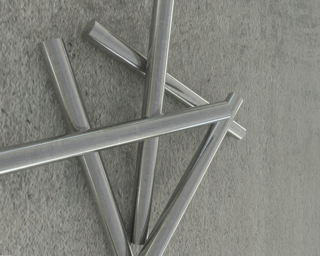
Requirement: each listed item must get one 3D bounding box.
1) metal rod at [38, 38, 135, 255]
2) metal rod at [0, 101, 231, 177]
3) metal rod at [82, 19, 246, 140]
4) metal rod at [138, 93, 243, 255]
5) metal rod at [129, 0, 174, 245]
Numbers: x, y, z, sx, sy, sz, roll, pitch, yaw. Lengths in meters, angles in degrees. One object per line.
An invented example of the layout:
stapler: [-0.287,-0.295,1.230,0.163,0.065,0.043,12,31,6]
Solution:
metal rod: [-0.072,0.052,0.346,0.025,0.025,0.298,-26,106,-37]
metal rod: [-0.049,0.008,0.325,0.303,0.025,0.025,-13,99,-27]
metal rod: [0.027,-0.050,0.429,0.301,0.025,0.025,29,72,-37]
metal rod: [0.040,0.070,0.406,0.025,0.025,0.300,48,61,-30]
metal rod: [-0.011,-0.008,0.374,0.025,0.025,0.298,3,96,-40]
